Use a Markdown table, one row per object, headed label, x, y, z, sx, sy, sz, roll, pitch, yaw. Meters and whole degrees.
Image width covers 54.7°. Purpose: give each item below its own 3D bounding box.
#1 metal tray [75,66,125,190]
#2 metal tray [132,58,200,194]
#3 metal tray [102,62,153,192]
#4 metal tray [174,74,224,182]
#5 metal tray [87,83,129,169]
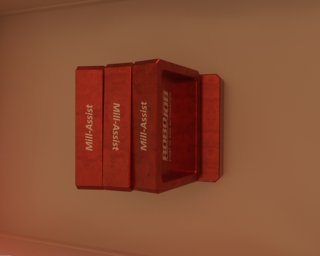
| label | x | y | z | sx | sy | sz | roll | pitch | yaw |
| --- | --- | --- | --- | --- | --- | --- | --- | --- | --- |
| metal tray | -0.067 | 0.000 | 0.363 | 0.030 | 0.090 | 0.129 | 0 | 90 | 7 |
| metal tray | 0.010 | -0.002 | 0.336 | 0.030 | 0.091 | 0.129 | 0 | 90 | 34 |
| metal tray | -0.028 | 0.000 | 0.351 | 0.030 | 0.090 | 0.129 | 0 | 88 | 20 |
| metal tray | 0.033 | 0.000 | 0.394 | 0.090 | 0.030 | 0.129 | 1 | 90 | 20 |
| metal tray | -0.053 | -0.002 | 0.424 | 0.090 | 0.030 | 0.129 | 1 | 90 | 20 |
